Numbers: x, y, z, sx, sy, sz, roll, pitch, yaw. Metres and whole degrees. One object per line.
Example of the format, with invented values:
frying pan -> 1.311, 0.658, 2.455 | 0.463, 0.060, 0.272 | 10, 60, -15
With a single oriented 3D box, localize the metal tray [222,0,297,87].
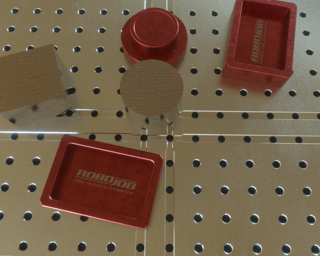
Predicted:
metal tray -> 0.148, -0.131, 0.457 | 0.090, 0.030, 0.130 | 12, 70, 4

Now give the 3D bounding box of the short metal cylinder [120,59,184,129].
short metal cylinder -> -0.010, -0.044, 0.414 | 0.081, 0.050, 0.080 | 0, 70, 0

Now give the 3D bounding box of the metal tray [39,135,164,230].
metal tray -> -0.068, 0.066, 0.384 | 0.131, 0.030, 0.090 | 12, 70, 4

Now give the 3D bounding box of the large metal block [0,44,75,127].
large metal block -> -0.169, -0.057, 0.418 | 0.081, 0.050, 0.080 | -16, 71, -6

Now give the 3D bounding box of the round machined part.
round machined part -> -0.008, -0.135, 0.452 | 0.099, 0.042, 0.098 | 0, 70, 0
